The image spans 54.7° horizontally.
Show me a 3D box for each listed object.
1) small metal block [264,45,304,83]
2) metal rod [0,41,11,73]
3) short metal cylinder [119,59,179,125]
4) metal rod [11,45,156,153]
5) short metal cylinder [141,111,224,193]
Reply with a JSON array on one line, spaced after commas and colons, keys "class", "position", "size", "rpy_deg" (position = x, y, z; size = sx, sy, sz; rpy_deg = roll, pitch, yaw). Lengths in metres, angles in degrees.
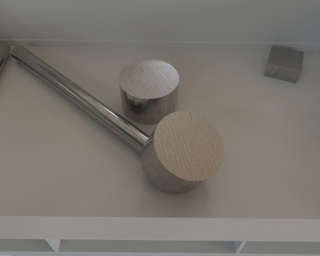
[{"class": "small metal block", "position": [0.198, -0.102, 0.493], "size": [0.050, 0.025, 0.050], "rpy_deg": [16, 52, 12]}, {"class": "metal rod", "position": [-0.257, -0.020, 0.418], "size": [0.025, 0.025, 0.300], "rpy_deg": [-1, 50, -1]}, {"class": "short metal cylinder", "position": [-0.015, -0.051, 0.432], "size": [0.081, 0.050, 0.080], "rpy_deg": [0, 50, 0]}, {"class": "metal rod", "position": [-0.118, -0.046, 0.442], "size": [0.300, 0.025, 0.025], "rpy_deg": [34, 58, 25]}, {"class": "short metal cylinder", "position": [0.024, 0.028, 0.349], "size": [0.081, 0.050, 0.080], "rpy_deg": [9, 62, -16]}]
